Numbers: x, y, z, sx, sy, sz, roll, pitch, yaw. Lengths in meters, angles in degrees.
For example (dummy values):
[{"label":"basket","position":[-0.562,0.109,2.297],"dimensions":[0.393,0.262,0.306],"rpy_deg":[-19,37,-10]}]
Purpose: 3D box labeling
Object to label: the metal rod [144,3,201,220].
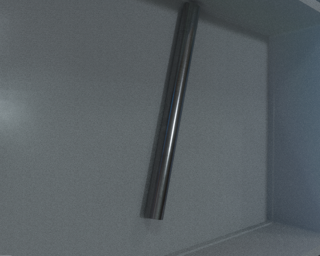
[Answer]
[{"label":"metal rod","position":[0.019,-0.029,0.424],"dimensions":[0.025,0.025,0.299],"rpy_deg":[18,79,-39]}]
